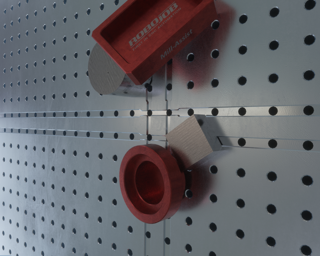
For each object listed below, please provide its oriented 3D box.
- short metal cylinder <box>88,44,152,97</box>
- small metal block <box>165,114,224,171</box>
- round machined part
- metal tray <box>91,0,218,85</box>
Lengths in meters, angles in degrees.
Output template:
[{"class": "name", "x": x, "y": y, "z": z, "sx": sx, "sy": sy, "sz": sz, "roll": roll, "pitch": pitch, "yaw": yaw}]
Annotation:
[{"class": "short metal cylinder", "x": -0.057, "y": -0.085, "z": 0.440, "sx": 0.080, "sy": 0.050, "sz": 0.079, "roll": 0, "pitch": 90, "yaw": 40}, {"class": "small metal block", "x": 0.041, "y": 0.018, "z": 0.376, "sx": 0.050, "sy": 0.025, "sz": 0.050, "roll": -38, "pitch": 67, "yaw": 33}, {"class": "round machined part", "x": -0.006, "y": 0.069, "z": 0.398, "sx": 0.098, "sy": 0.042, "sz": 0.097, "roll": 5, "pitch": 97, "yaw": 45}, {"class": "metal tray", "x": -0.008, "y": -0.125, "z": 0.374, "sx": 0.130, "sy": 0.030, "sz": 0.090, "roll": -42, "pitch": 62, "yaw": 0}]
